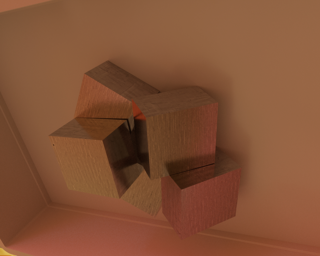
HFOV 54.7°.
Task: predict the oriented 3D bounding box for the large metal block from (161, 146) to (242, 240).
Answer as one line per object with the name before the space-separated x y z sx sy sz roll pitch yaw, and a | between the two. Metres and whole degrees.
large metal block | 0.049 0.079 0.384 0.050 0.081 0.079 45 144 51

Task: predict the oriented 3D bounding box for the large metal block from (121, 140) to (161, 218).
large metal block | -0.022 0.067 0.438 0.080 0.050 0.079 26 128 11

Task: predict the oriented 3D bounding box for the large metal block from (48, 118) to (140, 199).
large metal block | -0.079 0.035 0.386 0.080 0.050 0.079 3 119 27

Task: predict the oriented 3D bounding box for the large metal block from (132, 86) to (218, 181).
large metal block | 0.017 0.004 0.356 0.081 0.050 0.079 -13 122 -17

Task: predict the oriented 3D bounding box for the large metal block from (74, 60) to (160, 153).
large metal block | -0.059 -0.027 0.404 0.080 0.050 0.079 31 128 7
